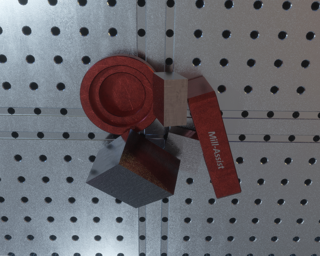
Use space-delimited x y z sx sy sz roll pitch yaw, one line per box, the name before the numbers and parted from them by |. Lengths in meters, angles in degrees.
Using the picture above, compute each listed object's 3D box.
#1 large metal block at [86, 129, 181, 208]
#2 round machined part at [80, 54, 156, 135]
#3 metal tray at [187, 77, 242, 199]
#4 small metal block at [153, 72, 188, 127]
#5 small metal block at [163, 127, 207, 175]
large metal block | -0.034 0.056 0.396 0.080 0.050 0.080 34 139 -23
round machined part | -0.046 -0.044 0.387 0.099 0.042 0.097 0 110 -1
metal tray | 0.062 0.009 0.383 0.030 0.090 0.129 -17 110 6
small metal block | 0.010 -0.034 0.344 0.025 0.050 0.050 -5 109 -14
small metal block | 0.033 0.030 0.419 0.050 0.025 0.050 15 114 5
